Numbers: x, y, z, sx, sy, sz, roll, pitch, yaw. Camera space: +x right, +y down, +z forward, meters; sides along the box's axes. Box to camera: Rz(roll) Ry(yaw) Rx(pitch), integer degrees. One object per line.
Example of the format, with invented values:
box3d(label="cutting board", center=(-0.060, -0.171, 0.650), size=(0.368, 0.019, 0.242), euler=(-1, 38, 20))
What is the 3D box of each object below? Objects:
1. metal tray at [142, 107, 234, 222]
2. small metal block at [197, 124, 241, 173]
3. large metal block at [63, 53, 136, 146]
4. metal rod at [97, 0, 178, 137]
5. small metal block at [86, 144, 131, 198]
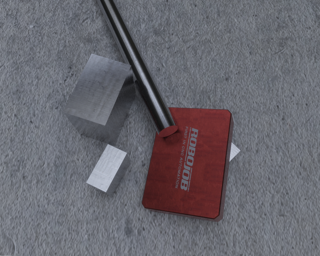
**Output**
box3d(label="metal tray", center=(0.036, 0.040, 0.377), size=(0.090, 0.030, 0.130), euler=(4, 69, 20))
box3d(label="small metal block", center=(0.065, 0.031, 0.397), size=(0.050, 0.025, 0.050), euler=(-42, 76, -14))
box3d(label="large metal block", center=(-0.071, -0.032, 0.390), size=(0.050, 0.080, 0.080), euler=(18, 71, 6))
box3d(label="metal rod", center=(-0.047, -0.119, 0.432), size=(0.025, 0.025, 0.299), euler=(-21, 65, -8))
box3d(label="small metal block", center=(-0.060, 0.053, 0.375), size=(0.025, 0.050, 0.050), euler=(24, 72, 8))
